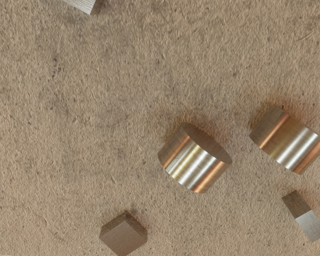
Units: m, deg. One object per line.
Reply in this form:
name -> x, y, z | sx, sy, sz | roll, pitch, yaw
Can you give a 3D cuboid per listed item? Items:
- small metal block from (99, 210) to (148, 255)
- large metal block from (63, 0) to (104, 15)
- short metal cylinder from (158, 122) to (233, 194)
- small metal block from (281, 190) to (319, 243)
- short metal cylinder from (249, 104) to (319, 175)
small metal block -> -0.055, 0.161, 0.469 | 0.050, 0.025, 0.050 | -37, 107, 12
large metal block -> -0.091, -0.178, 0.330 | 0.080, 0.050, 0.080 | 26, 108, -10
short metal cylinder -> 0.044, 0.037, 0.395 | 0.080, 0.080, 0.050 | 34, 107, -12
small metal block -> 0.207, 0.126, 0.446 | 0.025, 0.050, 0.050 | -35, 107, 12
short metal cylinder -> 0.160, 0.013, 0.388 | 0.080, 0.080, 0.050 | 31, 107, -11
